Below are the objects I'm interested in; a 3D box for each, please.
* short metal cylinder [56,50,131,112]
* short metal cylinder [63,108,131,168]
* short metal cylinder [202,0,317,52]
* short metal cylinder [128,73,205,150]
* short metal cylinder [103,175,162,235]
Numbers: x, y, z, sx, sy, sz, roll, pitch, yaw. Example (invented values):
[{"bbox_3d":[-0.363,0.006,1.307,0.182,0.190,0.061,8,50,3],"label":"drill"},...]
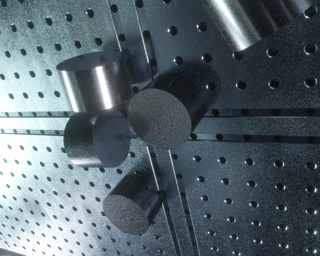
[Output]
[{"bbox_3d":[-0.079,-0.059,0.379,0.080,0.080,0.050,5,121,25],"label":"short metal cylinder"},{"bbox_3d":[-0.084,0.015,0.427,0.050,0.080,0.080,-4,117,30],"label":"short metal cylinder"},{"bbox_3d":[0.084,-0.109,0.264,0.080,0.080,0.050,-28,103,37],"label":"short metal cylinder"},{"bbox_3d":[0.009,-0.020,0.377,0.080,0.050,0.079,13,124,20],"label":"short metal cylinder"},{"bbox_3d":[-0.043,0.121,0.491,0.080,0.050,0.079,13,124,20],"label":"short metal cylinder"}]
